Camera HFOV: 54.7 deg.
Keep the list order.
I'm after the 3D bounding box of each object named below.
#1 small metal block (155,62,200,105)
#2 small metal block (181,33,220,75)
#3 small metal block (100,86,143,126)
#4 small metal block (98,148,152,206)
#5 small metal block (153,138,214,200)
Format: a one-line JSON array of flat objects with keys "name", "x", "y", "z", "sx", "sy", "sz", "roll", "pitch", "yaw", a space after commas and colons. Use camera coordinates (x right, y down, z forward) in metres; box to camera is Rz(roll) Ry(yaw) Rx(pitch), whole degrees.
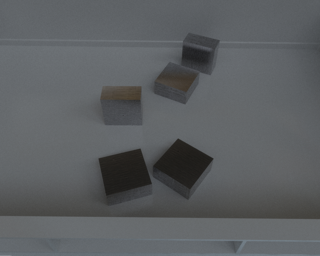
[{"name": "small metal block", "x": 0.026, "y": -0.068, "z": 0.462, "sx": 0.050, "sy": 0.025, "sz": 0.050, "roll": 21, "pitch": 53, "yaw": 16}, {"name": "small metal block", "x": 0.063, "y": -0.116, "z": 0.487, "sx": 0.050, "sy": 0.050, "sz": 0.025, "roll": 18, "pitch": 53, "yaw": 14}, {"name": "small metal block", "x": -0.049, "y": -0.029, "z": 0.413, "sx": 0.050, "sy": 0.050, "sz": 0.025, "roll": 0, "pitch": 50, "yaw": 0}, {"name": "small metal block", "x": -0.040, "y": 0.056, "z": 0.357, "sx": 0.050, "sy": 0.025, "sz": 0.050, "roll": -13, "pitch": 51, "yaw": -11}, {"name": "small metal block", "x": 0.027, "y": 0.047, "z": 0.366, "sx": 0.050, "sy": 0.025, "sz": 0.050, "roll": 30, "pitch": 56, "yaw": 22}]
